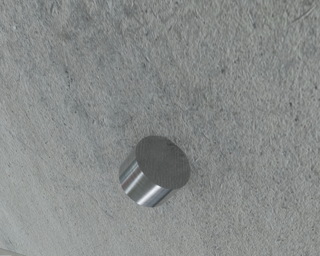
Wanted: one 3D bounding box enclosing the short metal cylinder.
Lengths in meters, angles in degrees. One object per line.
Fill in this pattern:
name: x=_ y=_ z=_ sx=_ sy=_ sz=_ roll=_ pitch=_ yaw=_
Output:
short metal cylinder: x=-0.007 y=0.057 z=0.411 sx=0.080 sy=0.080 sz=0.050 roll=40 pitch=129 yaw=1
